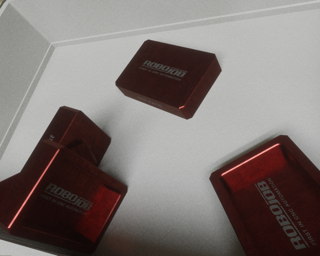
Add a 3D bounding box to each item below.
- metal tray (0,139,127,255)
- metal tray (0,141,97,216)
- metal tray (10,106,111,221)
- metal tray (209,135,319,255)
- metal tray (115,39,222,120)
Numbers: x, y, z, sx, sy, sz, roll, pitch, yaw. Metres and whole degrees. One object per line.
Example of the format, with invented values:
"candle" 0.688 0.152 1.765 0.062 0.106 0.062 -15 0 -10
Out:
"metal tray" -0.098 0.080 0.339 0.030 0.130 0.090 17 71 35
"metal tray" -0.152 0.064 0.369 0.090 0.131 0.030 -25 93 44
"metal tray" -0.121 0.049 0.393 0.030 0.090 0.130 16 70 26
"metal tray" 0.109 0.073 0.278 0.090 0.030 0.130 -31 37 8
"metal tray" 0.009 -0.074 0.442 0.130 0.030 0.090 24 74 36
